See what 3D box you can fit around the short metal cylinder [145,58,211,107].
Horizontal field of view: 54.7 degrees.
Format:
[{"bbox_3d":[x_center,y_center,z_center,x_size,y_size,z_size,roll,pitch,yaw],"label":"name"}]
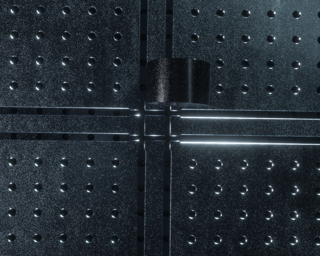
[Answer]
[{"bbox_3d":[0.023,-0.054,0.386,0.081,0.080,0.050,2,90,-1],"label":"short metal cylinder"}]
